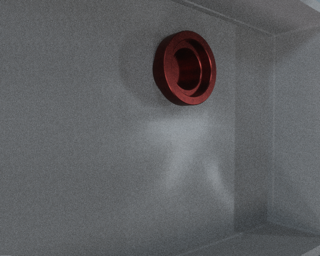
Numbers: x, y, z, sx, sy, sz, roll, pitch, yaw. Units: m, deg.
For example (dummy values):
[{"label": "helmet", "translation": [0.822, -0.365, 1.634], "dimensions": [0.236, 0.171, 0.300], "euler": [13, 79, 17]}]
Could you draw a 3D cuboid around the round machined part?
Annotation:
[{"label": "round machined part", "translation": [0.029, -0.079, 0.422], "dimensions": [0.099, 0.042, 0.097], "euler": [0, 90, -40]}]
